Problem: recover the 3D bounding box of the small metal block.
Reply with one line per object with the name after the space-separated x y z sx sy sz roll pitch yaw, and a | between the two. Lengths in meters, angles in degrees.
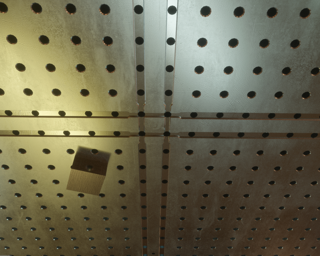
-0.112 0.074 0.473 0.050 0.025 0.050 15 129 -13 | small metal block
